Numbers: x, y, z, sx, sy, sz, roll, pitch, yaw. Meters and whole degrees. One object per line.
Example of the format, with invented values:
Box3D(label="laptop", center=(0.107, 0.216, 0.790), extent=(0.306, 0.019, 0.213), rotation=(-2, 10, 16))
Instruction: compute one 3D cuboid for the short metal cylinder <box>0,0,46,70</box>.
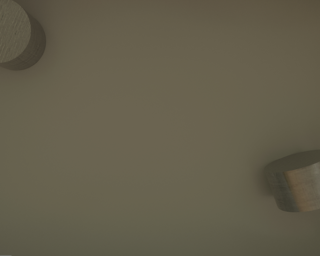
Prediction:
Box3D(label="short metal cylinder", center=(-0.195, -0.118, 0.396), extent=(0.081, 0.050, 0.079), rotation=(0, 90, -1))

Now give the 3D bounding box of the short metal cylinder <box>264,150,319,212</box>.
Box3D(label="short metal cylinder", center=(0.178, 0.064, 0.386), extent=(0.080, 0.080, 0.050), rotation=(-20, 90, 0))
